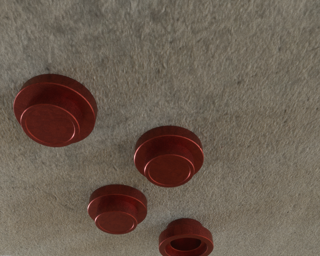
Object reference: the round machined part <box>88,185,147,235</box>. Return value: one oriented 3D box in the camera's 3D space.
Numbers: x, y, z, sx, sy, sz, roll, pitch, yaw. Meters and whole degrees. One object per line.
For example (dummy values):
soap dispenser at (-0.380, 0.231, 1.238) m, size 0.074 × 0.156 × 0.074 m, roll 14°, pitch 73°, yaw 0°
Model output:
round machined part at (-0.071, 0.141, 0.515) m, size 0.099 × 0.042 × 0.097 m, roll -1°, pitch 130°, yaw 0°

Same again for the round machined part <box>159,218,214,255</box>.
round machined part at (0.047, 0.203, 0.570) m, size 0.099 × 0.042 × 0.097 m, roll -1°, pitch 130°, yaw 0°

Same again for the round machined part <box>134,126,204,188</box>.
round machined part at (0.013, 0.047, 0.436) m, size 0.099 × 0.042 × 0.097 m, roll -1°, pitch 130°, yaw 0°

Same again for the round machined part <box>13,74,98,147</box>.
round machined part at (-0.130, -0.014, 0.382) m, size 0.099 × 0.042 × 0.097 m, roll -1°, pitch 130°, yaw 0°
